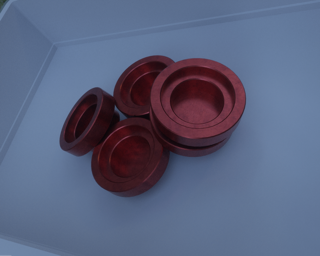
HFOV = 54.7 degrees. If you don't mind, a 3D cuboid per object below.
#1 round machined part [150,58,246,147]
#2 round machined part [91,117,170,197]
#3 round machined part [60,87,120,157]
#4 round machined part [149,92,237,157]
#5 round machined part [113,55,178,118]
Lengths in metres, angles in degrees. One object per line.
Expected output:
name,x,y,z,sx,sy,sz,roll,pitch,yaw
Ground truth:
round machined part,0.040,-0.024,0.337,0.099,0.042,0.098,-1,64,3
round machined part,-0.033,0.039,0.385,0.098,0.042,0.098,-13,56,21
round machined part,-0.093,-0.005,0.432,0.098,0.042,0.098,-31,41,33
round machined part,0.038,-0.011,0.366,0.099,0.042,0.098,-1,63,2
round machined part,-0.012,-0.049,0.428,0.098,0.042,0.098,-13,56,21
